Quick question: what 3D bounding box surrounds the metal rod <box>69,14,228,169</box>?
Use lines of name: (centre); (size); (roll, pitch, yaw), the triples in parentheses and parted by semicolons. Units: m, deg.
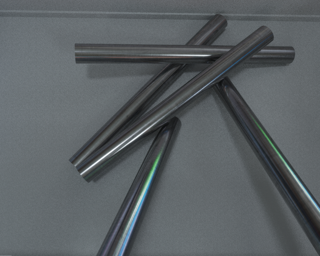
metal rod: (-0.007, -0.057, 0.430); (0.025, 0.025, 0.301); (40, 74, 13)

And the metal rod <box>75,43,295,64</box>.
metal rod: (0.041, -0.100, 0.421); (0.302, 0.025, 0.025); (-2, 70, -12)

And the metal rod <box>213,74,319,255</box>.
metal rod: (0.116, 0.023, 0.340); (0.025, 0.025, 0.300); (-15, 47, -6)

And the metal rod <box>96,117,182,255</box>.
metal rod: (-0.025, 0.078, 0.298); (0.025, 0.025, 0.301); (18, 38, 6)

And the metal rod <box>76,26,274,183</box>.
metal rod: (0.025, -0.035, 0.392); (0.301, 0.025, 0.025); (-38, 75, -9)
